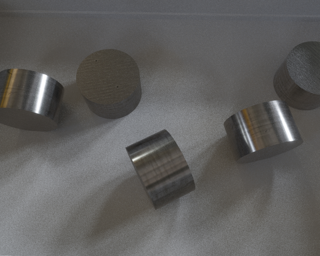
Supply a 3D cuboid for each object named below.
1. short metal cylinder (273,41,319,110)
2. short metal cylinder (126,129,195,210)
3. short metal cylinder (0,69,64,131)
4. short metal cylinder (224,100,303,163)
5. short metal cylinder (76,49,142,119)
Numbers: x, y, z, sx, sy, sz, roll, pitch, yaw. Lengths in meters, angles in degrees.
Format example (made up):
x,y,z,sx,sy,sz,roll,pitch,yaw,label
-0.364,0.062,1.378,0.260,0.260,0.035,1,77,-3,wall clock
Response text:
x,y,z,sx,sy,sz,roll,pitch,yaw,label
0.205,-0.070,0.425,0.081,0.050,0.080,0,70,0,short metal cylinder
0.000,0.048,0.363,0.050,0.080,0.080,-25,72,-9,short metal cylinder
-0.167,-0.032,0.390,0.081,0.080,0.050,4,70,1,short metal cylinder
0.125,0.007,0.380,0.081,0.080,0.050,-13,71,-5,short metal cylinder
-0.066,-0.058,0.417,0.081,0.050,0.080,0,70,0,short metal cylinder
